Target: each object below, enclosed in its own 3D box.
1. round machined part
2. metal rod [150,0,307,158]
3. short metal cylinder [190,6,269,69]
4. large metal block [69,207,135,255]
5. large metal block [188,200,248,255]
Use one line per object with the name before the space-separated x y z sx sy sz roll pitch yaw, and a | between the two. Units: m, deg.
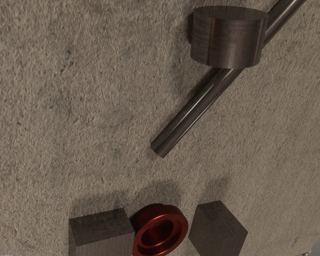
round machined part | -0.008 0.159 0.492 0.099 0.042 0.097 -14 125 -21
metal rod | 0.095 -0.078 0.412 0.299 0.025 0.025 -48 129 5
short metal cylinder | 0.076 -0.105 0.350 0.081 0.080 0.050 -12 124 -22
large metal block | -0.087 0.171 0.450 0.081 0.050 0.079 -6 121 -26
large metal block | 0.099 0.188 0.544 0.050 0.080 0.079 -4 121 -27
